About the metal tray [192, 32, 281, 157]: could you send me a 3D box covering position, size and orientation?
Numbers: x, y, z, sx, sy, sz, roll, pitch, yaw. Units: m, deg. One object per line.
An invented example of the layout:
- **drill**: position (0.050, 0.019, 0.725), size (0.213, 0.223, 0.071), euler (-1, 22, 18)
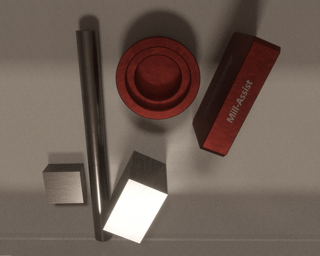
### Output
- **metal tray**: position (0.082, -0.042, 0.362), size (0.030, 0.090, 0.129), euler (21, 109, -8)

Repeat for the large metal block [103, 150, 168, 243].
- **large metal block**: position (-0.031, 0.089, 0.414), size (0.050, 0.080, 0.080), euler (24, 108, -9)

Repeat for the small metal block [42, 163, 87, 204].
- **small metal block**: position (-0.133, 0.078, 0.438), size (0.050, 0.025, 0.050), euler (-1, 110, 0)

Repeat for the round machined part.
- **round machined part**: position (-0.002, -0.063, 0.379), size (0.099, 0.042, 0.097), euler (0, 110, -1)

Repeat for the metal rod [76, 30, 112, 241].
- **metal rod**: position (-0.087, 0.024, 0.418), size (0.025, 0.025, 0.298), euler (0, 110, 0)
